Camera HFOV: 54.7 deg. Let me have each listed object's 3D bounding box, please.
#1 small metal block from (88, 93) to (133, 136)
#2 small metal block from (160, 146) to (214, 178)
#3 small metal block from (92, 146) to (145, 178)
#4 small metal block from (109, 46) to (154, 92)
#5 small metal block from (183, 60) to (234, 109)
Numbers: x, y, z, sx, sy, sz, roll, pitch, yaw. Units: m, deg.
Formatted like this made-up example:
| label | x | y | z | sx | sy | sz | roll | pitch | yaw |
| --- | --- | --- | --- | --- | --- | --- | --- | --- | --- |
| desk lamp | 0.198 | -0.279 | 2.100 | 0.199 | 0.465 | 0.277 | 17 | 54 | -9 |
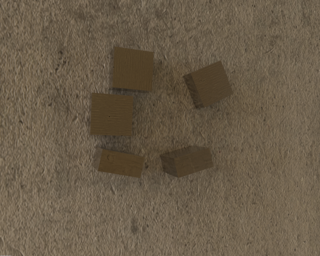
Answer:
| label | x | y | z | sx | sy | sz | roll | pitch | yaw |
| --- | --- | --- | --- | --- | --- | --- | --- | --- | --- |
| small metal block | -0.062 | -0.016 | 0.386 | 0.050 | 0.025 | 0.050 | 3 | 89 | -20 |
| small metal block | 0.034 | 0.043 | 0.408 | 0.050 | 0.050 | 0.025 | -14 | 95 | -20 |
| small metal block | -0.052 | 0.041 | 0.376 | 0.050 | 0.050 | 0.025 | 13 | 86 | -20 |
| small metal block | -0.037 | -0.073 | 0.395 | 0.050 | 0.025 | 0.050 | 3 | 89 | -20 |
| small metal block | 0.068 | -0.060 | 0.434 | 0.050 | 0.025 | 0.050 | -26 | 99 | -18 |
